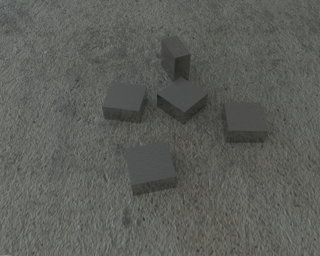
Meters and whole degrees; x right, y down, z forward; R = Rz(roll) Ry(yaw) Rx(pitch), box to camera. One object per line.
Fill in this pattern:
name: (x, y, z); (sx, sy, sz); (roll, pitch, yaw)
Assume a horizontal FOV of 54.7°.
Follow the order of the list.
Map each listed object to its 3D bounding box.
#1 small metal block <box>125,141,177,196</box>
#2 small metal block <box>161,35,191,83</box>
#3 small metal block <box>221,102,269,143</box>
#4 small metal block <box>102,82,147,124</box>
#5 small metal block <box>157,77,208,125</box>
small metal block: (-0.012, 0.047, 0.363); (0.050, 0.025, 0.050); (-10, 51, -8)
small metal block: (0.023, -0.104, 0.475); (0.025, 0.050, 0.050); (-18, 52, -14)
small metal block: (0.111, -0.008, 0.410); (0.050, 0.025, 0.050); (1, 50, 0)
small metal block: (-0.048, -0.036, 0.433); (0.050, 0.025, 0.050); (8, 50, 6)
small metal block: (0.031, -0.040, 0.436); (0.050, 0.025, 0.050); (36, 59, 26)
